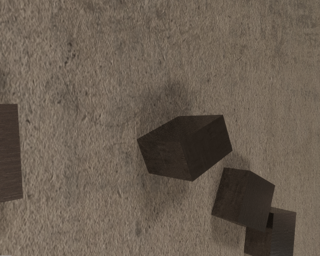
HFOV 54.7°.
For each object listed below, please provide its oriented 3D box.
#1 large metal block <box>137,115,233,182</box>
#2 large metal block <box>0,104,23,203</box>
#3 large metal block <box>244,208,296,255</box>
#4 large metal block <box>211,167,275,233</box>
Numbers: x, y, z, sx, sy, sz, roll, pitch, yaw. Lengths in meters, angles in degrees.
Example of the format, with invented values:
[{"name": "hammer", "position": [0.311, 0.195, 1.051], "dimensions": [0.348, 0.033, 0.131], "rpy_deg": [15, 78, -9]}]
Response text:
[{"name": "large metal block", "position": [0.032, 0.022, 0.398], "dimensions": [0.081, 0.080, 0.050], "rpy_deg": [-30, 109, -36]}, {"name": "large metal block", "position": [-0.164, 0.022, 0.252], "dimensions": [0.081, 0.050, 0.079], "rpy_deg": [-4, 93, -40]}, {"name": "large metal block", "position": [0.200, 0.189, 0.561], "dimensions": [0.081, 0.050, 0.080], "rpy_deg": [12, 83, -40]}, {"name": "large metal block", "position": [0.138, 0.118, 0.508], "dimensions": [0.080, 0.050, 0.080], "rpy_deg": [30, 72, -36]}]
